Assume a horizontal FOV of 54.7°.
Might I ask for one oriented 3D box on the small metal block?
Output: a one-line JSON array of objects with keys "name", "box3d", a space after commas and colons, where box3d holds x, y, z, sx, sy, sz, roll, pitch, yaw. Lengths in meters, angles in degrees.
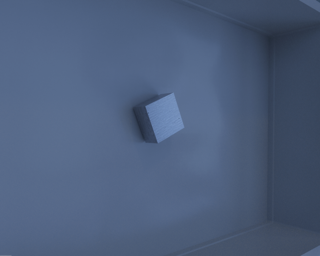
[{"name": "small metal block", "box3d": [-0.001, -0.013, 0.404, 0.050, 0.025, 0.050, -30, 109, -36]}]
